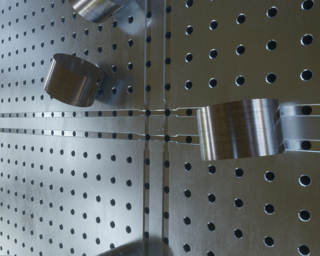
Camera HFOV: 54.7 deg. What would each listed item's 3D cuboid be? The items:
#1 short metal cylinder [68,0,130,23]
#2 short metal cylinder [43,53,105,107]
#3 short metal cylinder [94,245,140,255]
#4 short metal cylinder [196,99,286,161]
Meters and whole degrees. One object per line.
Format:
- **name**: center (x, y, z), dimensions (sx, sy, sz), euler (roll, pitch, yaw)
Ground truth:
- **short metal cylinder**: center (-0.089, -0.200, 0.444), dimensions (0.050, 0.081, 0.080), euler (-23, 76, 37)
- **short metal cylinder**: center (-0.133, -0.074, 0.480), dimensions (0.080, 0.081, 0.050), euler (42, 115, 32)
- **short metal cylinder**: center (-0.064, 0.216, 0.444), dimensions (0.080, 0.050, 0.079), euler (0, 90, 39)
- **short metal cylinder**: center (0.079, 0.003, 0.307), dimensions (0.080, 0.081, 0.050), euler (-10, 84, 39)
